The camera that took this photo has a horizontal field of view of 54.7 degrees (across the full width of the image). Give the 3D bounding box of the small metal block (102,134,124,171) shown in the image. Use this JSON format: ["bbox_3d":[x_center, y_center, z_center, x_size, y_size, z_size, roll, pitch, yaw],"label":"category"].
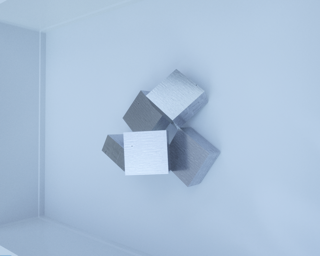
[{"bbox_3d":[-0.041,0.032,0.419,0.050,0.050,0.025,36,112,34],"label":"small metal block"}]

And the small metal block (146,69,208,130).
[{"bbox_3d":[0.020,-0.035,0.372,0.050,0.025,0.050,-42,60,-6],"label":"small metal block"}]

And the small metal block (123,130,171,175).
[{"bbox_3d":[-0.015,0.029,0.368,0.050,0.025,0.050,-3,87,7],"label":"small metal block"}]

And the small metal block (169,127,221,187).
[{"bbox_3d":[0.036,0.034,0.373,0.050,0.025,0.050,42,115,31],"label":"small metal block"}]

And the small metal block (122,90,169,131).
[{"bbox_3d":[-0.016,-0.015,0.415,0.050,0.025,0.050,51,120,27],"label":"small metal block"}]
